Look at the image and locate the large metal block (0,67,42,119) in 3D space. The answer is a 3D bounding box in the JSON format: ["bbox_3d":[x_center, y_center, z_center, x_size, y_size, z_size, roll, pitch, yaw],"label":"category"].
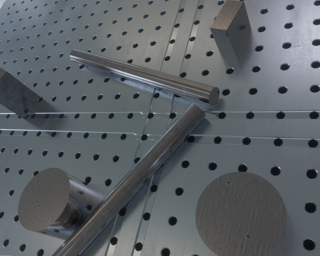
[{"bbox_3d":[-0.279,-0.070,0.562,0.080,0.080,0.050,28,77,37],"label":"large metal block"}]

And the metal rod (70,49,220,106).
[{"bbox_3d":[-0.043,-0.087,0.484,0.300,0.025,0.025,23,74,36],"label":"metal rod"}]

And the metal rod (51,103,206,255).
[{"bbox_3d":[-0.052,0.087,0.382,0.300,0.025,0.025,-47,51,-5],"label":"metal rod"}]

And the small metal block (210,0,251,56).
[{"bbox_3d":[0.098,-0.137,0.425,0.025,0.050,0.050,21,73,36],"label":"small metal block"}]

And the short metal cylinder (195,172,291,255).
[{"bbox_3d":[0.080,0.088,0.296,0.080,0.050,0.080,-13,56,21],"label":"short metal cylinder"}]

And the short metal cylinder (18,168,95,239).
[{"bbox_3d":[-0.134,0.098,0.402,0.080,0.050,0.080,-13,56,21],"label":"short metal cylinder"}]
